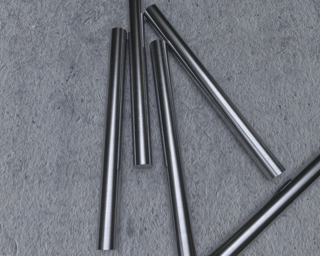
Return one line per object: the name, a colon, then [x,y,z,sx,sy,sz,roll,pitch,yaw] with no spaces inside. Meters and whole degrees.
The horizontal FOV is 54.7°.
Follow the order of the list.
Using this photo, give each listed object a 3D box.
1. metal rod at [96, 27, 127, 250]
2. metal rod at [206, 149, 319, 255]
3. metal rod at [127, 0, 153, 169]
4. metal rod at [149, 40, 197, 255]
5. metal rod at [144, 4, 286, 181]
metal rod: [-0.061,-0.001,0.407,0.025,0.025,0.299,0,70,0]
metal rod: [0.167,0.073,0.382,0.301,0.025,0.025,-38,75,-13]
metal rod: [-0.031,-0.092,0.441,0.025,0.025,0.299,-4,70,-1]
metal rod: [0.014,0.018,0.401,0.025,0.025,0.299,-6,70,-2]
metal rod: [0.067,-0.060,0.430,0.025,0.025,0.299,-31,73,-11]
